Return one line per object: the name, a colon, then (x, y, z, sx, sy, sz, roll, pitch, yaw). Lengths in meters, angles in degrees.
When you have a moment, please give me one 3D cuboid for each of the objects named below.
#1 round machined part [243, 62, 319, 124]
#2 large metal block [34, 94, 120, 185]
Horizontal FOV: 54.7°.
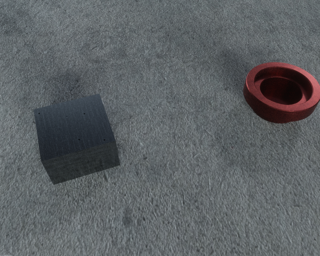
round machined part: (0.166, -0.045, 0.431, 0.099, 0.042, 0.098, 0, 50, 0)
large metal block: (-0.101, 0.012, 0.377, 0.081, 0.050, 0.080, -16, 52, -13)
